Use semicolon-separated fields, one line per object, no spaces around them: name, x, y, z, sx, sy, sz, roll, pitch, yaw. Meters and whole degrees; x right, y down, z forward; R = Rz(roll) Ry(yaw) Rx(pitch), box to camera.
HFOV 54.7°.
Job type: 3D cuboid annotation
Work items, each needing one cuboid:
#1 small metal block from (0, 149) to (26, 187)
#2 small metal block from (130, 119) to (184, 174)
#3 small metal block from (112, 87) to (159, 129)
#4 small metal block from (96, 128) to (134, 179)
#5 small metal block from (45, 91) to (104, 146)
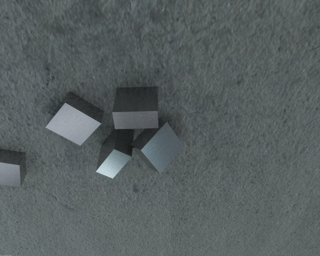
small metal block;-0.227;0.058;0.453;0.050;0.025;0.050;11;129;-10
small metal block;-0.003;0.023;0.409;0.050;0.025;0.050;-48;127;-17
small metal block;-0.027;-0.025;0.369;0.050;0.050;0.025;-1;130;1
small metal block;-0.060;0.031;0.416;0.025;0.050;0.050;27;125;-21
small metal block;-0.108;-0.011;0.396;0.050;0.025;0.050;33;123;-25
